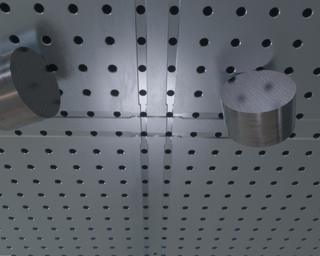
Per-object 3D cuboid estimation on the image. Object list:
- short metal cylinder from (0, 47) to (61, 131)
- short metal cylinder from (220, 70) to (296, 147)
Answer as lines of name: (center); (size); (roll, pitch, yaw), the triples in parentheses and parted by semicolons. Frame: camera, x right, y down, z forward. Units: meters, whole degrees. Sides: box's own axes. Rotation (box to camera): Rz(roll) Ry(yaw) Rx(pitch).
short metal cylinder: (-0.155, -0.042, 0.338); (0.050, 0.080, 0.080); (-17, 128, 13)
short metal cylinder: (0.113, -0.024, 0.356); (0.080, 0.080, 0.050); (-11, 129, 9)
